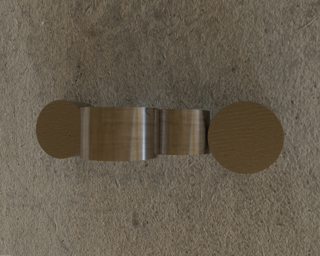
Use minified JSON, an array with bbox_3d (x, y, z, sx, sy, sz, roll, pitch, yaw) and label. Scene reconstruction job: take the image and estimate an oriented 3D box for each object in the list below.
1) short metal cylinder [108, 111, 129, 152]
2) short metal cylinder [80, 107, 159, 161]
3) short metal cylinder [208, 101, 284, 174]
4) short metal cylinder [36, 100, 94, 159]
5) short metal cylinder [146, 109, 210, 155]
[{"bbox_3d":[-0.056,0.003,0.401,0.080,0.080,0.050,0,90,20],"label":"short metal cylinder"},{"bbox_3d":[-0.042,0.004,0.322,0.080,0.080,0.050,1,92,20],"label":"short metal cylinder"},{"bbox_3d":[0.100,0.010,0.361,0.080,0.050,0.080,0,91,19],"label":"short metal cylinder"},{"bbox_3d":[-0.126,0.002,0.441,0.080,0.050,0.080,0,90,19],"label":"short metal cylinder"},{"bbox_3d":[0.020,0.005,0.374,0.080,0.080,0.050,0,90,20],"label":"short metal cylinder"}]
